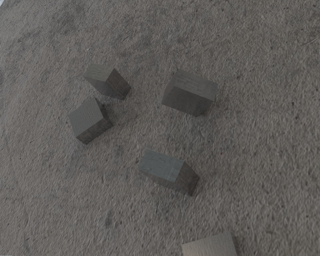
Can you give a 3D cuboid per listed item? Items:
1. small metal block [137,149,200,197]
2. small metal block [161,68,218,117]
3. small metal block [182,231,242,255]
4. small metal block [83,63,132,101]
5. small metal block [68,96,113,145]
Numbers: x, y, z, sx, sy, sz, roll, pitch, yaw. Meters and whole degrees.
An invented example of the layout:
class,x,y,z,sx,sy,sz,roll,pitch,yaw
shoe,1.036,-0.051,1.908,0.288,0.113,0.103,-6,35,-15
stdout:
class,x,y,z,sx,sy,sz,roll,pitch,yaw
small metal block,0.010,0.051,0.351,0.050,0.050,0.025,14,70,34
small metal block,0.035,-0.042,0.382,0.050,0.050,0.025,19,65,-11
small metal block,0.053,0.132,0.295,0.050,0.025,0.050,-22,54,15
small metal block,-0.080,-0.070,0.473,0.050,0.050,0.025,18,71,35
small metal block,-0.105,-0.011,0.466,0.050,0.025,0.050,-35,51,5
